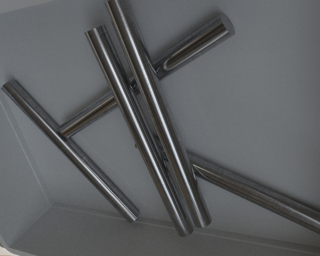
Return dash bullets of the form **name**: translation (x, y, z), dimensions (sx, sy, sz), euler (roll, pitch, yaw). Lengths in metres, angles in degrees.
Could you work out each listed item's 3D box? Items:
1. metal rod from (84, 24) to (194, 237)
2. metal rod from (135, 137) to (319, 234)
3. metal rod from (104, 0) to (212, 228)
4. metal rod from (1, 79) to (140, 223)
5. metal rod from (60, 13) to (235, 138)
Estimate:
- **metal rod**: translation (-0.018, 0.019, 0.395), dimensions (0.025, 0.025, 0.299), euler (-10, 114, 32)
- **metal rod**: translation (0.105, 0.076, 0.400), dimensions (0.301, 0.025, 0.025), euler (24, 127, 13)
- **metal rod**: translation (0.006, -0.002, 0.369), dimensions (0.025, 0.025, 0.299), euler (-8, 115, 32)
- **metal rod**: translation (-0.143, 0.041, 0.509), dimensions (0.300, 0.025, 0.025), euler (48, 129, -6)
- **metal rod**: translation (-0.039, -0.050, 0.398), dimensions (0.299, 0.025, 0.025), euler (-27, 104, 37)
